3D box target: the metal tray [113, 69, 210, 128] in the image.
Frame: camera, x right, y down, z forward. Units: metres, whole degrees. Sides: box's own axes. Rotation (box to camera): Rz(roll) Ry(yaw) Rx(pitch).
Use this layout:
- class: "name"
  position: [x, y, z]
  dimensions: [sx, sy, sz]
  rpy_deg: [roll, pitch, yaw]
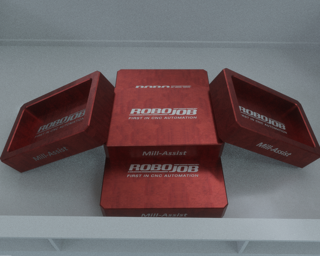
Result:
- class: "metal tray"
  position: [0.004, -0.043, 0.434]
  dimensions: [0.131, 0.030, 0.090]
  rpy_deg: [0, 50, -1]

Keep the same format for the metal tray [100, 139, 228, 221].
- class: "metal tray"
  position: [0.004, 0.056, 0.351]
  dimensions: [0.131, 0.030, 0.090]
  rpy_deg: [0, 50, -1]

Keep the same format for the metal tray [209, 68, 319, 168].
- class: "metal tray"
  position: [0.125, -0.011, 0.369]
  dimensions: [0.131, 0.030, 0.090]
  rpy_deg: [18, 46, -23]

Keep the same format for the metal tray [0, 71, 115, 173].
- class: "metal tray"
  position: [-0.119, -0.007, 0.365]
  dimensions: [0.130, 0.030, 0.090]
  rpy_deg: [-18, 47, 23]

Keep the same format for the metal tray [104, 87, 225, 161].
- class: "metal tray"
  position: [0.004, -0.007, 0.366]
  dimensions: [0.131, 0.030, 0.090]
  rpy_deg: [-1, 50, -1]
